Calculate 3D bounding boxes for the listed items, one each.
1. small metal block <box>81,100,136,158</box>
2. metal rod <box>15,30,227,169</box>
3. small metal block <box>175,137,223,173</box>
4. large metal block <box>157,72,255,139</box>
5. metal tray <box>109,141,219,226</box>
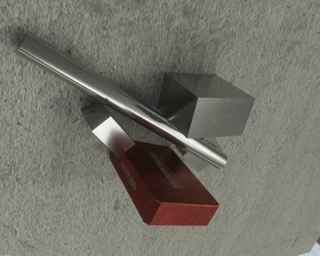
[{"bbox_3d":[-0.060,-0.001,0.359,0.025,0.050,0.050,-39,130,-2],"label":"small metal block"},{"bbox_3d":[-0.020,-0.016,0.371,0.301,0.025,0.025,31,101,-33],"label":"metal rod"},{"bbox_3d":[0.059,0.032,0.463,0.050,0.025,0.050,-41,130,0],"label":"small metal block"},{"bbox_3d":[0.054,-0.030,0.384,0.081,0.080,0.050,-2,120,-28],"label":"large metal block"},{"bbox_3d":[0.000,0.063,0.381,0.091,0.130,0.030,13,112,-34],"label":"metal tray"}]
